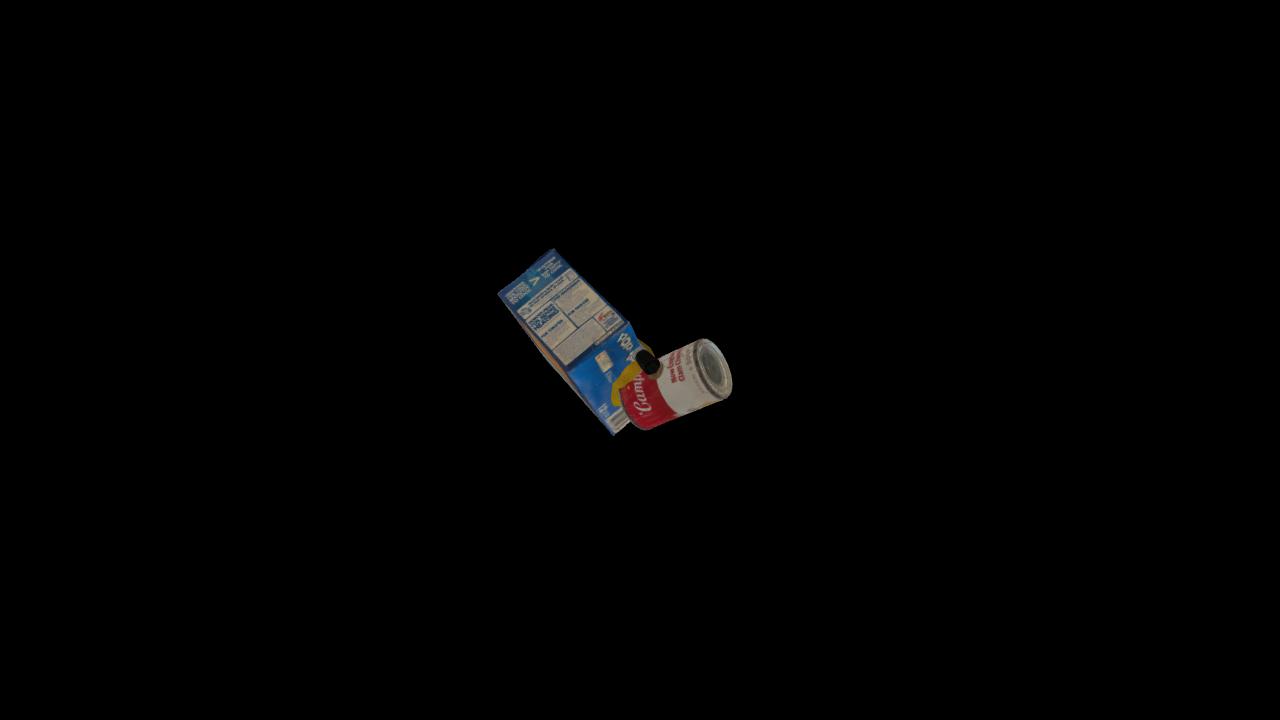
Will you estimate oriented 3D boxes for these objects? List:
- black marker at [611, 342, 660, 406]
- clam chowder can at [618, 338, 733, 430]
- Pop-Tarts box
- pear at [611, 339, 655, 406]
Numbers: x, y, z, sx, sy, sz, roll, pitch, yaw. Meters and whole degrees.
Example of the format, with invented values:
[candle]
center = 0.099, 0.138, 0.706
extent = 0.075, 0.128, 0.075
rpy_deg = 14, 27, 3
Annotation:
[black marker]
center = -0.012, -0.020, 0.658
extent = 0.020, 0.020, 0.121
rpy_deg = 0, 29, -30
[clam chowder can]
center = 0.037, 0.026, 0.643
extent = 0.102, 0.068, 0.068
rpy_deg = -25, -13, 30
[Pop-Tarts box]
center = -0.062, -0.016, 0.694
extent = 0.141, 0.083, 0.167
rpy_deg = 45, -11, 30
[pear]
center = -0.008, 0.020, 0.663
extent = 0.080, 0.080, 0.111
rpy_deg = 0, 19, -35
